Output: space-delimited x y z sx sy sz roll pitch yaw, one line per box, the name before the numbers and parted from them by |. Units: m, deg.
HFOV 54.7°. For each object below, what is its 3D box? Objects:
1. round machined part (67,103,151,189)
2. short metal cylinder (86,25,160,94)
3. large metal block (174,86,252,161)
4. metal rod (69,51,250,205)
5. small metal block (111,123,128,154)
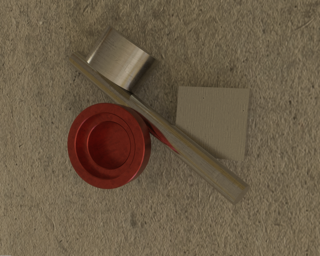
round machined part | -0.056 0.020 0.367 0.098 0.042 0.097 1 92 19
short metal cylinder | -0.047 -0.088 0.396 0.080 0.080 0.050 39 102 15
large metal block | 0.065 -0.006 0.374 0.080 0.050 0.079 5 92 19
metal rod | -0.021 -0.017 0.377 0.300 0.025 0.025 40 103 30
small metal block | -0.044 0.007 0.412 0.025 0.050 0.050 -2 89 20
